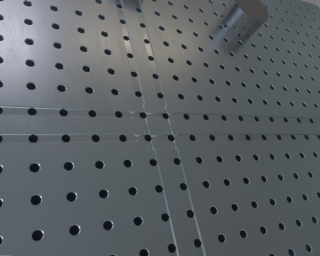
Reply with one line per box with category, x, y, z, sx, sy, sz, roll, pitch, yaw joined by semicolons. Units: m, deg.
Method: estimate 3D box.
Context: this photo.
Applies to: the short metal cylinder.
short metal cylinder;0.168;-0.225;0.619;0.081;0.050;0.080;14;56;-21
